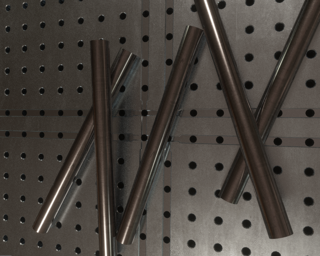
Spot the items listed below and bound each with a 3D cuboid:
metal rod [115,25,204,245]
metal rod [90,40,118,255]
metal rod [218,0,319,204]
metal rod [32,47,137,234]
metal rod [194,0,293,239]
[{"bbox_3d":[-0.002,0.014,0.412,0.025,0.025,0.298,21,97,18],"label":"metal rod"},{"bbox_3d":[-0.075,0.035,0.420,0.025,0.025,0.298,1,97,19],"label":"metal rod"},{"bbox_3d":[0.139,-0.049,0.363,0.025,0.025,0.298,24,98,18],"label":"metal rod"},{"bbox_3d":[-0.113,0.024,0.450,0.025,0.025,0.299,31,100,17],"label":"metal rod"},{"bbox_3d":[0.091,-0.028,0.359,0.025,0.025,0.299,-19,76,18],"label":"metal rod"}]
